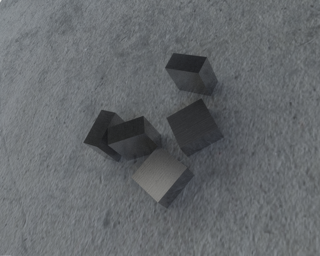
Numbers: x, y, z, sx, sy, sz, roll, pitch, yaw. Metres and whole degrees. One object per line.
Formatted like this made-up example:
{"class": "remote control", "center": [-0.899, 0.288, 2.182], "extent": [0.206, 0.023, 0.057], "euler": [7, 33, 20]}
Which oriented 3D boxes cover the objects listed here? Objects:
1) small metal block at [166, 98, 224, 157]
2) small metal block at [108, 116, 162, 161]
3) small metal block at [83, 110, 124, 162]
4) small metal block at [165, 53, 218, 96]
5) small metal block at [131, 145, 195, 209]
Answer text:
{"class": "small metal block", "center": [0.043, -0.001, 0.381], "extent": [0.050, 0.025, 0.050], "euler": [-29, 52, 9]}
{"class": "small metal block", "center": [-0.031, 0.015, 0.394], "extent": [0.050, 0.050, 0.025], "euler": [-18, 55, 17]}
{"class": "small metal block", "center": [-0.067, 0.011, 0.414], "extent": [0.025, 0.050, 0.050], "euler": [13, 68, 33]}
{"class": "small metal block", "center": [0.042, -0.070, 0.408], "extent": [0.050, 0.050, 0.025], "euler": [16, 71, 34]}
{"class": "small metal block", "center": [0.003, 0.057, 0.366], "extent": [0.050, 0.025, 0.050], "euler": [-49, 52, -7]}
